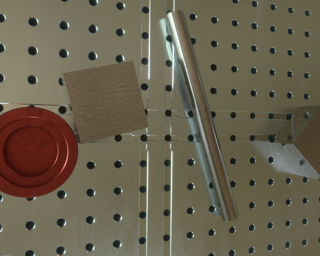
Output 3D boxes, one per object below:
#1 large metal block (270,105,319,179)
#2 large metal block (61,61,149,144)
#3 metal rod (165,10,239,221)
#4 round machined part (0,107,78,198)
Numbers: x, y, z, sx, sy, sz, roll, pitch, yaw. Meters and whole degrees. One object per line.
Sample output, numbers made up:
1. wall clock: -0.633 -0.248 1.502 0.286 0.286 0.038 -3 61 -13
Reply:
1. large metal block: 0.236 0.022 0.486 0.080 0.050 0.080 46 76 -15
2. large metal block: -0.068 -0.030 0.374 0.081 0.050 0.080 -15 95 -20
3. metal rod: 0.061 -0.013 0.434 0.025 0.025 0.298 -18 96 -19
4. round machined part: -0.145 0.026 0.350 0.099 0.042 0.097 0 90 -20
